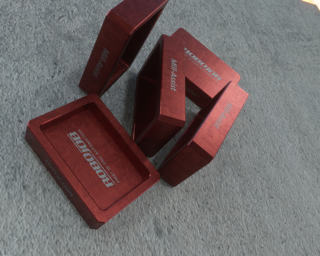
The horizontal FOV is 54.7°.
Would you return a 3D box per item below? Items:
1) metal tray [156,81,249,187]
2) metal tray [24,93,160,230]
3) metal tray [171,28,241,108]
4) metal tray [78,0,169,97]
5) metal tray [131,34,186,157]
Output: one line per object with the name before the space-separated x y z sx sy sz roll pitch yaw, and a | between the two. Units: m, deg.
metal tray | 0.055 0.006 0.391 0.030 0.090 0.131 40 51 -2
metal tray | -0.073 0.032 0.344 0.091 0.030 0.130 -33 80 -38
metal tray | 0.057 -0.091 0.490 0.130 0.030 0.090 39 51 -2
metal tray | -0.047 -0.101 0.376 0.030 0.129 0.090 38 51 -4
metal tray | -0.003 -0.040 0.387 0.030 0.090 0.130 16 55 -20
